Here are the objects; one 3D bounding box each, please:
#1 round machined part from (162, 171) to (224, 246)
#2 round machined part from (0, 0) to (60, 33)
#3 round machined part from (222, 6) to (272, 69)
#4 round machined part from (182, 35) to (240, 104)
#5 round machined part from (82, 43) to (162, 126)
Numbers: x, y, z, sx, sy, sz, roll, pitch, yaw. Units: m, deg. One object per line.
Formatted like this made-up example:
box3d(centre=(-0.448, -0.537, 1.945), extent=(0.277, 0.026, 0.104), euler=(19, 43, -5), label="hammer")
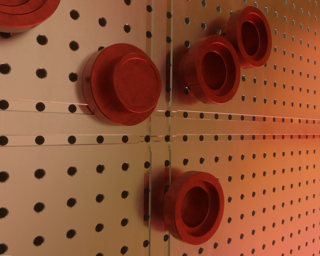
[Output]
box3d(centre=(0.042, 0.108, 0.432), extent=(0.099, 0.042, 0.097), euler=(0, 90, -40), label="round machined part")
box3d(centre=(-0.143, -0.135, 0.277), extent=(0.099, 0.042, 0.097), euler=(0, 90, -40), label="round machined part")
box3d(centre=(0.140, -0.146, 0.513), extent=(0.099, 0.042, 0.097), euler=(0, 90, -40), label="round machined part")
box3d(centre=(0.072, -0.083, 0.457), extent=(0.099, 0.042, 0.097), euler=(0, 90, -40), label="round machined part")
box3d(centre=(-0.037, -0.051, 0.366), extent=(0.099, 0.042, 0.097), euler=(0, 90, -40), label="round machined part")
